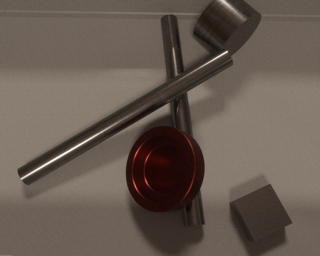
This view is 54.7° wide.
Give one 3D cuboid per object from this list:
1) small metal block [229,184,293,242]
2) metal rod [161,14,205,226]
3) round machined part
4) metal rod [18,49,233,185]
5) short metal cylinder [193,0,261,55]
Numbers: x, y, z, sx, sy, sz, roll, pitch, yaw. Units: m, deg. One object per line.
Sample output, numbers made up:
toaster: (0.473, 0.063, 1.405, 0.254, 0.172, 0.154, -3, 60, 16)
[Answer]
small metal block: (0.120, 0.102, 0.374, 0.050, 0.025, 0.050, -23, 72, -8)
metal rod: (0.027, -0.024, 0.418, 0.025, 0.025, 0.299, -5, 70, -2)
round machined part: (0.010, 0.049, 0.366, 0.098, 0.042, 0.098, -11, 71, 35)
metal rod: (-0.040, -0.016, 0.396, 0.301, 0.025, 0.025, -31, 73, -4)
short metal cylinder: (0.093, -0.141, 0.433, 0.080, 0.080, 0.050, -39, 75, -13)
